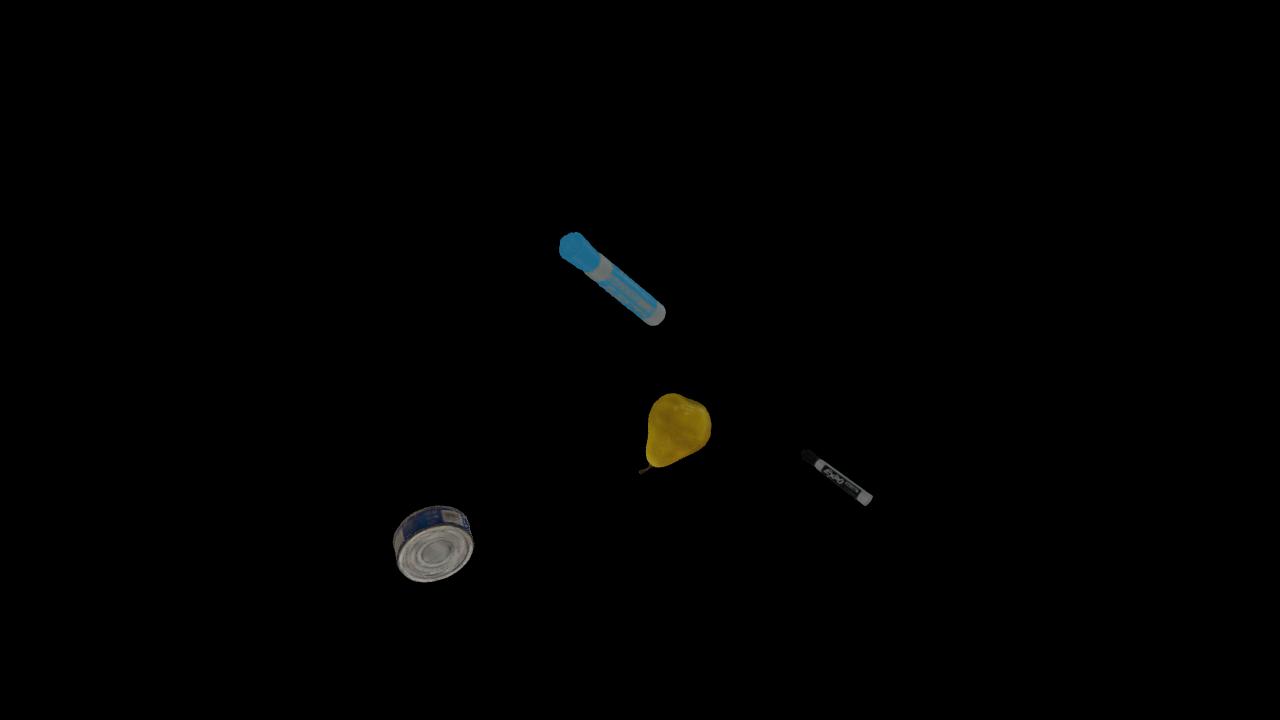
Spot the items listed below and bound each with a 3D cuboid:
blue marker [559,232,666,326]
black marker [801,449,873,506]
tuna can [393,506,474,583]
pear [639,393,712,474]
[{"bbox_3d":[-0.017,-0.053,0.423,0.020,0.020,0.121,0,-18,30],"label":"blue marker"},{"bbox_3d":[0.292,0.173,0.922,0.020,0.020,0.121,0,30,-48],"label":"black marker"},{"bbox_3d":[-0.230,0.207,0.690,0.084,0.084,0.034,0,26,-29],"label":"tuna can"},{"bbox_3d":[0.040,0.100,0.758,0.080,0.111,0.080,23,6,-2],"label":"pear"}]
